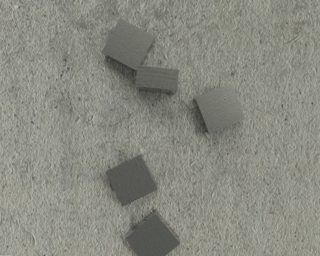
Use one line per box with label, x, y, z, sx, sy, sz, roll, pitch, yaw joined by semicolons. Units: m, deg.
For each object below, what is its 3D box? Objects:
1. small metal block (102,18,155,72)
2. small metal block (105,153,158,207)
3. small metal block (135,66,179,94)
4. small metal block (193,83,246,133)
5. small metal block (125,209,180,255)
small metal block;-0.041;-0.107;0.409;0.050;0.025;0.050;28;90;0
small metal block;-0.036;0.068;0.410;0.050;0.025;0.050;-26;90;0
small metal block;-0.003;-0.060;0.397;0.050;0.050;0.025;6;90;0
small metal block;0.078;-0.026;0.410;0.050;0.025;0.050;-21;90;0
small metal block;-0.009;0.145;0.410;0.050;0.025;0.050;-39;90;0
